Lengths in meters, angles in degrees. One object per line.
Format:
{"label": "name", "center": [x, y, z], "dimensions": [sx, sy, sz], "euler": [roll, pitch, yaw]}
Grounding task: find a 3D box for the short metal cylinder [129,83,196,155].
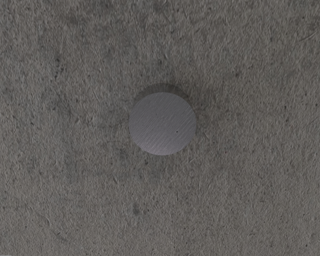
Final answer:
{"label": "short metal cylinder", "center": [0.003, -0.012, 0.392], "dimensions": [0.080, 0.050, 0.079], "euler": [0, 110, 0]}
